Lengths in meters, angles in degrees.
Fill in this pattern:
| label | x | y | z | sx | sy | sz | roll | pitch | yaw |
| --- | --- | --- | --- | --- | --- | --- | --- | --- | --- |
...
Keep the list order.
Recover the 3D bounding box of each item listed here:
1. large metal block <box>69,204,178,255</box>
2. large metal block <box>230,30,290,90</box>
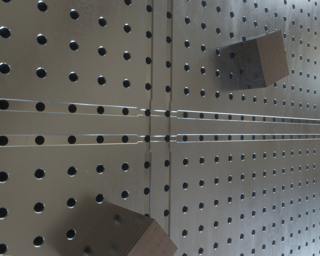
| label | x | y | z | sx | sy | sz | roll | pitch | yaw |
| --- | --- | --- | --- | --- | --- | --- | --- | --- | --- |
| large metal block | -0.042 | 0.138 | 0.338 | 0.080 | 0.080 | 0.050 | -48 | 119 | -29 |
| large metal block | 0.175 | -0.118 | 0.537 | 0.081 | 0.050 | 0.080 | -27 | 107 | -37 |
